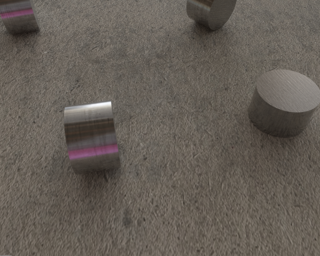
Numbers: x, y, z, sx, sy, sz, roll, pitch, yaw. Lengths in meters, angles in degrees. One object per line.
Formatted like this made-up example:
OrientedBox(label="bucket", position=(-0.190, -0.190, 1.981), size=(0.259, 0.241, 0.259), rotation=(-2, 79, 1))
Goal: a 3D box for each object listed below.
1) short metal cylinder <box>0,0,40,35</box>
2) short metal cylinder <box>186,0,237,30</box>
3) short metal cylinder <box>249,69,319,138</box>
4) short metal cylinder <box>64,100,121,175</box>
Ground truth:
OrientedBox(label="short metal cylinder", position=(-0.248, -0.208, 0.541), size=(0.050, 0.080, 0.080), rotation=(-15, 52, -12))
OrientedBox(label="short metal cylinder", position=(0.093, -0.224, 0.556), size=(0.080, 0.080, 0.050), rotation=(-37, 59, -27))
OrientedBox(label="short metal cylinder", position=(0.165, -0.033, 0.416), size=(0.080, 0.050, 0.080), rotation=(0, 50, 0))
OrientedBox(label="short metal cylinder", position=(-0.076, 0.010, 0.358), size=(0.050, 0.080, 0.080), rotation=(-9, 51, -7))
